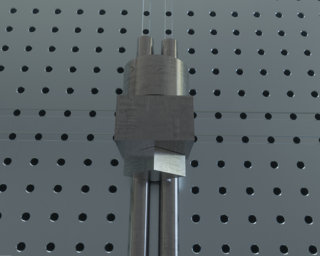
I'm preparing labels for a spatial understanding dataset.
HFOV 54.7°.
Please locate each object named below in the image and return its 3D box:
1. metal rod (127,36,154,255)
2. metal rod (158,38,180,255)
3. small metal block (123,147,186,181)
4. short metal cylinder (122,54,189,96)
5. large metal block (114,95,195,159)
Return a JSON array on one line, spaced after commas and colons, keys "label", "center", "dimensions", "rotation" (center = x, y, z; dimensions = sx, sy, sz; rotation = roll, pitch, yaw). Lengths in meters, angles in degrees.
[{"label": "metal rod", "center": [-0.023, 0.011, 0.409], "dimensions": [0.025, 0.025, 0.299], "rotation": [1, 70, 0]}, {"label": "metal rod", "center": [0.012, 0.015, 0.408], "dimensions": [0.025, 0.025, 0.299], "rotation": [1, 70, 0]}, {"label": "small metal block", "center": [-0.006, 0.043, 0.358], "dimensions": [0.050, 0.050, 0.025], "rotation": [19, 63, -42]}, {"label": "short metal cylinder", "center": [-0.005, -0.046, 0.377], "dimensions": [0.081, 0.080, 0.050], "rotation": [1, 70, 0]}, {"label": "large metal block", "center": [-0.005, 0.002, 0.355], "dimensions": [0.081, 0.080, 0.050], "rotation": [0, 70, 0]}]
